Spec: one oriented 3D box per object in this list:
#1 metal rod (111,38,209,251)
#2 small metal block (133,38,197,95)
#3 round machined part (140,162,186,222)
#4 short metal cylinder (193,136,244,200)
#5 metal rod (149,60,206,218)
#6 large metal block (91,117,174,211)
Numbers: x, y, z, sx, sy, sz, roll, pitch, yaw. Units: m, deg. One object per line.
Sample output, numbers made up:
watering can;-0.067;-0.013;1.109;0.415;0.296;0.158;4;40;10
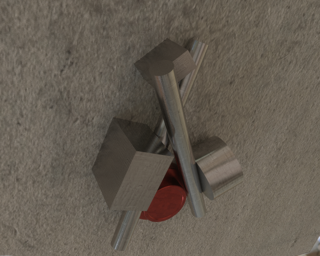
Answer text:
metal rod;-0.005;0.032;0.407;0.025;0.025;0.298;12;106;-34
small metal block;0.005;-0.071;0.352;0.050;0.050;0.025;-38;130;-3
round machined part;0.000;0.101;0.462;0.099;0.042;0.097;-14;125;-21
short metal cylinder;0.077;0.058;0.453;0.050;0.080;0.080;-29;129;-11
metal rod;0.033;0.040;0.408;0.025;0.025;0.299;-29;137;-10
large metal block;-0.037;0.044;0.381;0.050;0.080;0.079;12;112;-34
